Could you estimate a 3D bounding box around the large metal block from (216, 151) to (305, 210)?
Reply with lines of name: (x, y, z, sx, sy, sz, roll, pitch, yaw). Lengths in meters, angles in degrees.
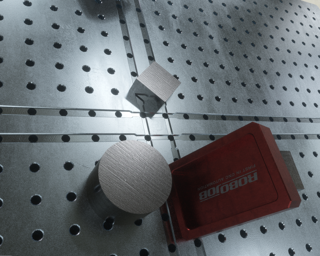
large metal block: (0.116, 0.067, 0.394, 0.081, 0.080, 0.050, 4, 60, -27)

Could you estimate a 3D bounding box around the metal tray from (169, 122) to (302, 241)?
metal tray: (0.071, 0.061, 0.340, 0.030, 0.130, 0.090, 14, 53, -48)

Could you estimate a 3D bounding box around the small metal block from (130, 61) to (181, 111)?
small metal block: (-0.006, -0.060, 0.442, 0.050, 0.025, 0.050, 39, 51, -2)

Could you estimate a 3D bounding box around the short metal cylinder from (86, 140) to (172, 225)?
short metal cylinder: (-0.034, 0.060, 0.337, 0.081, 0.050, 0.080, 14, 56, -21)
